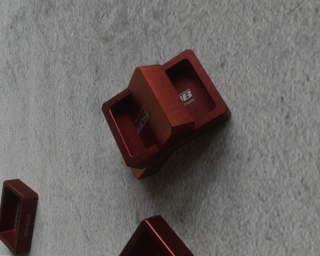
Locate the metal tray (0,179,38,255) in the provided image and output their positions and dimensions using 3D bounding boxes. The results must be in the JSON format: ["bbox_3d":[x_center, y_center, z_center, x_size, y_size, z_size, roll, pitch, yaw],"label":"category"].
[{"bbox_3d":[-0.297,0.182,0.642,0.090,0.030,0.129,20,102,38],"label":"metal tray"}]

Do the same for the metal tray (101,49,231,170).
[{"bbox_3d":[0.004,-0.020,0.365,0.130,0.030,0.090,-31,69,12],"label":"metal tray"}]

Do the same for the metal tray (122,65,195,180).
[{"bbox_3d":[-0.016,-0.003,0.382,0.090,0.030,0.129,62,146,21],"label":"metal tray"}]

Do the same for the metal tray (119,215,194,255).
[{"bbox_3d":[-0.014,0.193,0.410,0.090,0.030,0.129,44,116,30],"label":"metal tray"}]
